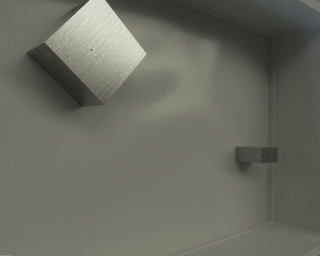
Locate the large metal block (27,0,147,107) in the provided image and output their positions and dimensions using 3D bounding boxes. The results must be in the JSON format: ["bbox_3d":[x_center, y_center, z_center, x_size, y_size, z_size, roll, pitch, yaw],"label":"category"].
[{"bbox_3d":[-0.075,-0.079,0.329,0.080,0.050,0.080,49,61,-29],"label":"large metal block"}]

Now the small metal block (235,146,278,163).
[{"bbox_3d":[0.167,0.045,0.533,0.050,0.050,0.025,2,89,-40],"label":"small metal block"}]
